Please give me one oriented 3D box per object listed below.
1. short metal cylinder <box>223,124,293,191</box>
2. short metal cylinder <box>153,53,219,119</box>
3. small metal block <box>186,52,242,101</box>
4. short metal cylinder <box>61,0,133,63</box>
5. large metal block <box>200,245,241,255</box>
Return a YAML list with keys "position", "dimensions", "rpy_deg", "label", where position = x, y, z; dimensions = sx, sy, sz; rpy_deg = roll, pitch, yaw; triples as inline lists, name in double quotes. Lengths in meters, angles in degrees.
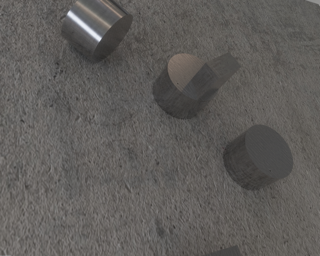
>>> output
- position: [0.137, 0.042, 0.436]
  dimensions: [0.081, 0.050, 0.080]
  rpy_deg: [14, 56, -21]
  label: "short metal cylinder"
- position: [0.036, -0.059, 0.443]
  dimensions: [0.081, 0.050, 0.080]
  rpy_deg: [14, 56, -21]
  label: "short metal cylinder"
- position: [0.069, -0.067, 0.401]
  dimensions: [0.050, 0.050, 0.025]
  rpy_deg: [-30, 79, -38]
  label: "small metal block"
- position: [-0.081, -0.132, 0.405]
  dimensions: [0.050, 0.080, 0.080]
  rpy_deg: [41, 51, -1]
  label: "short metal cylinder"
- position: [0.047, 0.171, 0.308]
  dimensions: [0.081, 0.050, 0.080]
  rpy_deg: [-3, 63, -30]
  label: "large metal block"
